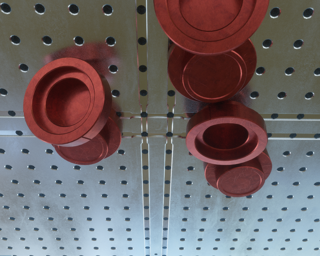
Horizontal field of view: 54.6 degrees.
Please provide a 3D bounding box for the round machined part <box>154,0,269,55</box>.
[{"bbox_3d":[0.046,-0.116,0.284,0.098,0.042,0.097,1,99,7],"label":"round machined part"}]

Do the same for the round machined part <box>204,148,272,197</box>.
[{"bbox_3d":[0.115,0.065,0.456,0.099,0.042,0.097,0,130,0],"label":"round machined part"}]

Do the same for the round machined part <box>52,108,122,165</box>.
[{"bbox_3d":[-0.101,0.011,0.409,0.099,0.042,0.097,0,130,0],"label":"round machined part"}]

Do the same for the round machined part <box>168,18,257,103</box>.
[{"bbox_3d":[0.058,-0.067,0.344,0.099,0.042,0.097,0,130,0],"label":"round machined part"}]

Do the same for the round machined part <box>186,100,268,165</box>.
[{"bbox_3d":[0.082,0.003,0.392,0.098,0.042,0.098,4,141,3],"label":"round machined part"}]

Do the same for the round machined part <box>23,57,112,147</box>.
[{"bbox_3d":[-0.100,-0.027,0.353,0.098,0.098,0.042,-15,166,12],"label":"round machined part"}]
